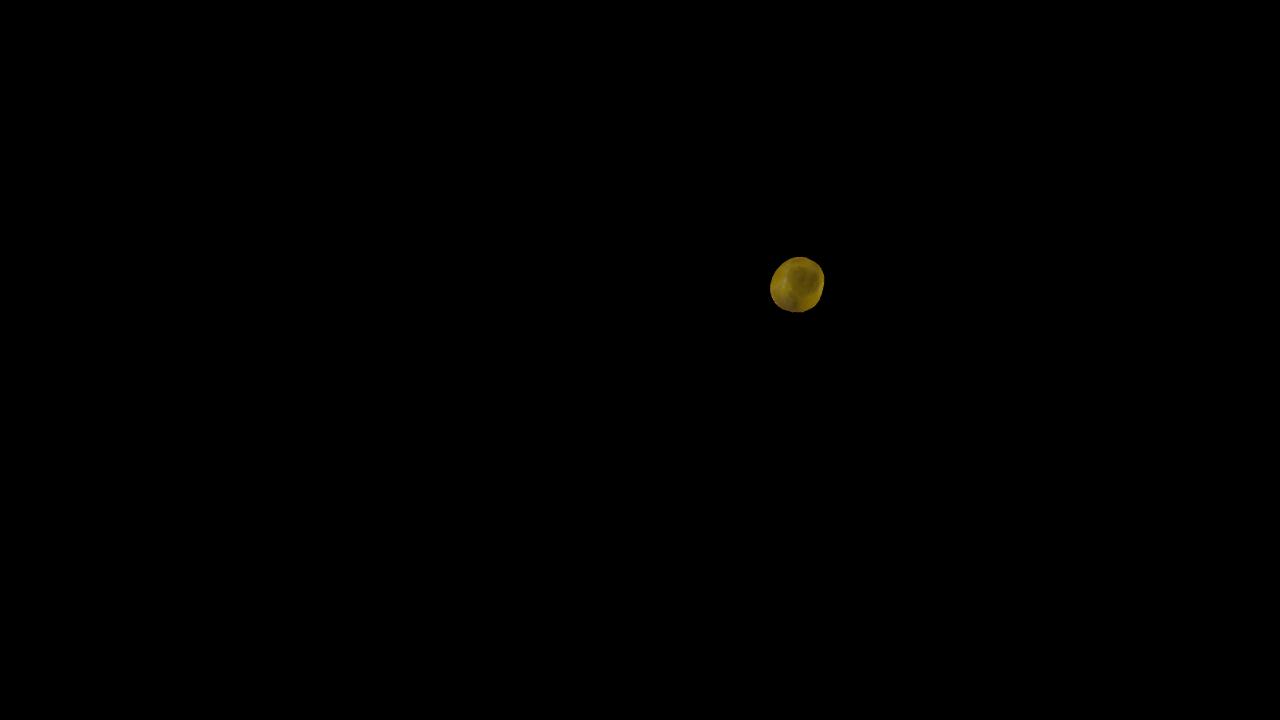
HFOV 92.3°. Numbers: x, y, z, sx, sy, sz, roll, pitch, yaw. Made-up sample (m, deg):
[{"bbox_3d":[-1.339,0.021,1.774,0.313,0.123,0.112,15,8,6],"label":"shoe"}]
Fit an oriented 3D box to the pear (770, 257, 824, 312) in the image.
[{"bbox_3d":[0.226,-0.104,0.907,0.080,0.080,0.111,0,-12,1],"label":"pear"}]
